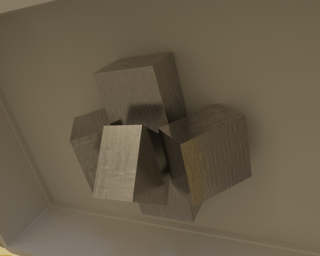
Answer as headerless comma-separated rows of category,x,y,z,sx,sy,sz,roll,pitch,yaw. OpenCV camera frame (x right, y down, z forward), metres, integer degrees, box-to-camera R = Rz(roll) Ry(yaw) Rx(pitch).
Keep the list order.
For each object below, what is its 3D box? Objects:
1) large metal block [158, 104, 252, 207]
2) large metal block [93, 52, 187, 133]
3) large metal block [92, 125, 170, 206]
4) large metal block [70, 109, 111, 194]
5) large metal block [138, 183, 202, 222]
large metal block,0.052,0.028,0.352,0.050,0.081,0.080,36,144,58
large metal block,-0.022,-0.041,0.374,0.080,0.050,0.080,-1,118,29
large metal block,-0.027,0.046,0.363,0.050,0.080,0.080,-1,74,27
large metal block,-0.080,0.028,0.421,0.050,0.080,0.080,-18,115,-4
large metal block,0.011,0.079,0.434,0.080,0.050,0.080,1,119,28
